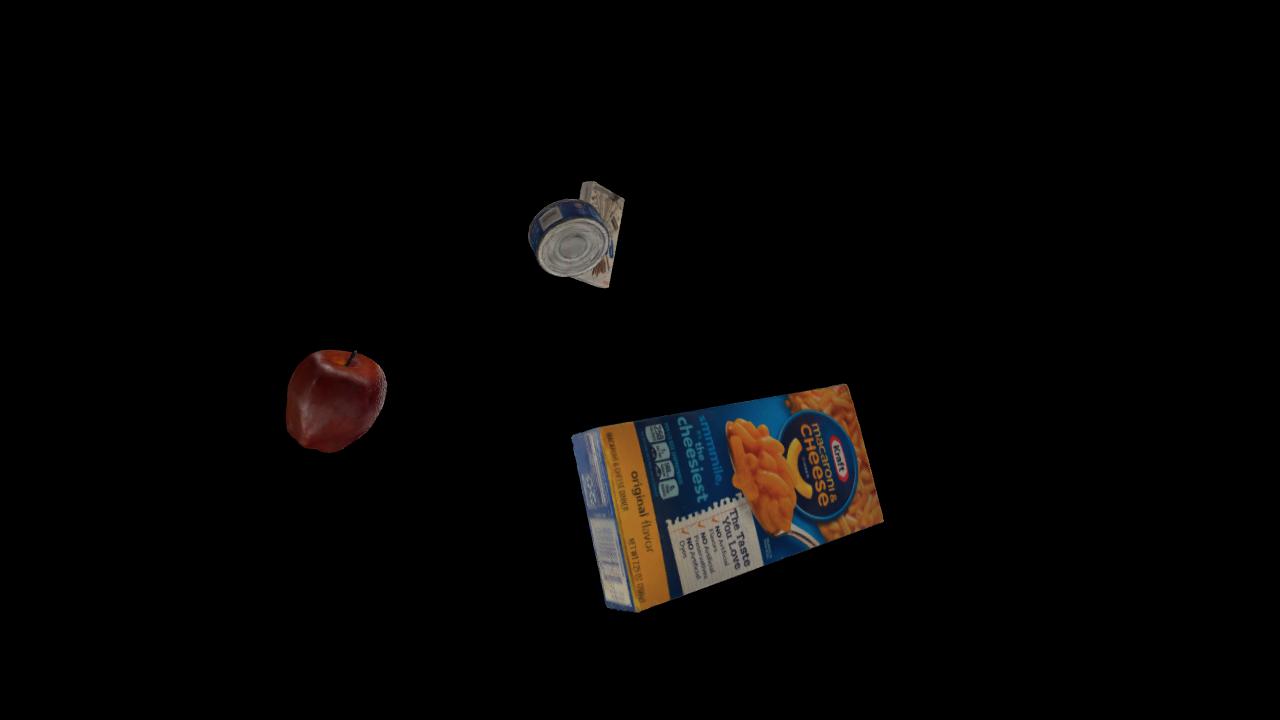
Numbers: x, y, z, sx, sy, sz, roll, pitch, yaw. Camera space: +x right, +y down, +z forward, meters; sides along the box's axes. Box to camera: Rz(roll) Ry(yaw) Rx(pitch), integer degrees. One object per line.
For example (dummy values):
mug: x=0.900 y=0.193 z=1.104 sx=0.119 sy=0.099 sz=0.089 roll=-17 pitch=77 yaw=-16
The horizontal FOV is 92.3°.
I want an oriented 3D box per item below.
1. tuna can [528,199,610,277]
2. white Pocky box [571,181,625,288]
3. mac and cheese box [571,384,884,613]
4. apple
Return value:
tuna can: x=-0.076 y=-0.131 z=0.667 sx=0.084 sy=0.034 sz=0.084 roll=-17 pitch=-36 yaw=-13
white Pocky box: x=-0.071 y=-0.201 z=0.995 sx=0.028 sy=0.154 sz=0.084 roll=8 pitch=-3 yaw=36
mac and cheese box: x=0.058 y=0.071 z=0.356 sx=0.184 sy=0.093 sz=0.041 roll=-7 pitch=-11 yaw=-31
apple: x=-0.264 y=0.034 z=0.536 sx=0.079 sy=0.093 sz=0.079 roll=26 pitch=12 yaw=-6
